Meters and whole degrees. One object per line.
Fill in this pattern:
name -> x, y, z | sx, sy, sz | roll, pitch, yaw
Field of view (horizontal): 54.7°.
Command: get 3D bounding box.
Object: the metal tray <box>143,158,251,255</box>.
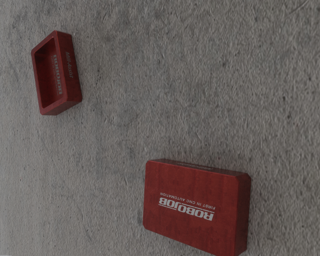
metal tray -> 0.039, 0.090, 0.370 | 0.130, 0.030, 0.089 | 5, 93, 39

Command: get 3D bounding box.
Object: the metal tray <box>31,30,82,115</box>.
metal tray -> -0.188, -0.096, 0.556 | 0.090, 0.030, 0.129 | -20, 77, 38
